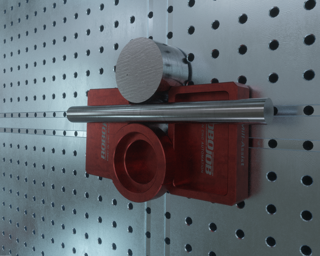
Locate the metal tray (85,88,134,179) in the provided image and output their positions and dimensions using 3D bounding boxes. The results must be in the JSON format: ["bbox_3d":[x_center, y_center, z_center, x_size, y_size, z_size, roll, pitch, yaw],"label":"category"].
[{"bbox_3d":[-0.069,0.007,0.456,0.090,0.030,0.129,4,92,40],"label":"metal tray"}]

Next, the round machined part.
[{"bbox_3d":[-0.018,0.043,0.396,0.098,0.042,0.097,0,90,40],"label":"round machined part"}]

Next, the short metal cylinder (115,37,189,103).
[{"bbox_3d":[-0.011,-0.071,0.397,0.080,0.050,0.079,0,90,40],"label":"short metal cylinder"}]

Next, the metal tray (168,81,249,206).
[{"bbox_3d":[0.053,0.016,0.357,0.090,0.030,0.129,1,91,40],"label":"metal tray"}]

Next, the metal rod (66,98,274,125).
[{"bbox_3d":[-0.016,-0.018,0.378,0.300,0.025,0.025,1,91,39],"label":"metal rod"}]
